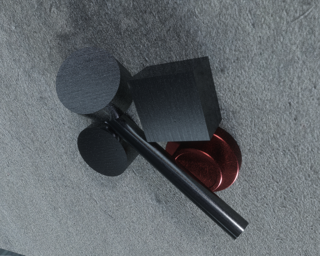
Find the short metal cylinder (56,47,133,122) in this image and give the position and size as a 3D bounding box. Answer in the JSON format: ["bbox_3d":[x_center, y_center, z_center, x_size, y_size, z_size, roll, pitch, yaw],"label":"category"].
[{"bbox_3d":[-0.077,-0.051,0.377,0.080,0.050,0.080,-2,80,14],"label":"short metal cylinder"}]

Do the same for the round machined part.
[{"bbox_3d":[0.051,0.044,0.397,0.098,0.042,0.097,13,124,21],"label":"round machined part"}]

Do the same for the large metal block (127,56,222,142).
[{"bbox_3d":[0.019,-0.031,0.360,0.080,0.050,0.080,-3,117,29],"label":"large metal block"}]

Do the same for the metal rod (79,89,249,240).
[{"bbox_3d":[-0.019,0.022,0.388,0.300,0.025,0.025,40,130,17],"label":"metal rod"}]

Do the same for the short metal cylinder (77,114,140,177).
[{"bbox_3d":[-0.069,0.022,0.444,0.080,0.050,0.079,13,124,21],"label":"short metal cylinder"}]
